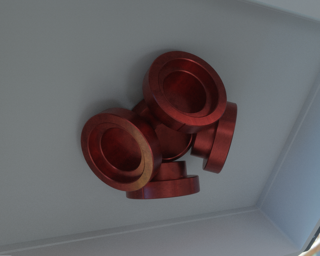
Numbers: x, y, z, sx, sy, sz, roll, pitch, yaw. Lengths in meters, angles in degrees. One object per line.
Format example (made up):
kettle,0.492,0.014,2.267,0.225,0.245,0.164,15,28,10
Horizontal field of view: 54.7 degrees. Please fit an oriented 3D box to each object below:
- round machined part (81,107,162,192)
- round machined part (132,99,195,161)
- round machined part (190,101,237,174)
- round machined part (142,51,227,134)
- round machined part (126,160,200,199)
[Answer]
round machined part,-0.041,0.022,0.364,0.042,0.098,0.097,-39,144,-54
round machined part,0.007,0.006,0.404,0.099,0.042,0.097,-14,125,-21
round machined part,0.069,0.009,0.418,0.042,0.098,0.097,14,116,5
round machined part,0.025,-0.038,0.363,0.099,0.098,0.042,-4,158,-27
round machined part,0.002,0.067,0.416,0.099,0.098,0.042,-2,83,-28
